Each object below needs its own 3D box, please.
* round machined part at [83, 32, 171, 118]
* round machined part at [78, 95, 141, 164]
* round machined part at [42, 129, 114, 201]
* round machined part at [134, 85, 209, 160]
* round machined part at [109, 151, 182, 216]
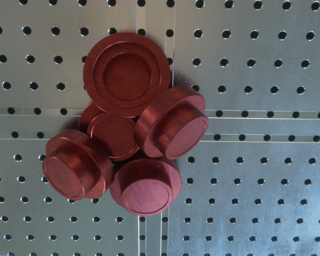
[{"bbox_3d":[-0.039,-0.060,0.370,0.099,0.042,0.097,0,89,-6],"label":"round machined part"},{"bbox_3d":[-0.057,0.004,0.404,0.099,0.042,0.097,0,110,-1],"label":"round machined part"},{"bbox_3d":[-0.111,0.054,0.397,0.098,0.042,0.097,17,128,24],"label":"round machined part"},{"bbox_3d":[0.020,0.000,0.373,0.042,0.099,0.098,45,109,28],"label":"round machined part"},{"bbox_3d":[-0.019,0.081,0.421,0.099,0.042,0.097,-3,122,-5],"label":"round machined part"}]
